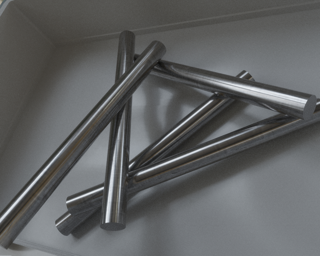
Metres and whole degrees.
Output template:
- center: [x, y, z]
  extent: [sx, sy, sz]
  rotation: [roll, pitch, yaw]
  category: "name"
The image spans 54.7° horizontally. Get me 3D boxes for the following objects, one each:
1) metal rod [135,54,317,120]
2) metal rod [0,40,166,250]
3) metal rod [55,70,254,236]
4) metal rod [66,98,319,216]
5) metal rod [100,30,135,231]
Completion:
- center: [0.044, -0.065, 0.395]
  extent: [0.300, 0.025, 0.025]
  rotation: [25, 75, 44]
  category: "metal rod"
- center: [-0.072, -0.007, 0.348]
  extent: [0.025, 0.025, 0.301]
  rotation: [9, 49, 32]
  category: "metal rod"
- center: [-0.006, 0.032, 0.388]
  extent: [0.300, 0.025, 0.025]
  rotation: [-39, 51, 1]
  category: "metal rod"
- center: [0.034, 0.036, 0.348]
  extent: [0.301, 0.025, 0.025]
  rotation: [-22, 53, 8]
  category: "metal rod"
- center: [-0.049, -0.023, 0.394]
  extent: [0.025, 0.025, 0.300]
  rotation: [-16, 51, 19]
  category: "metal rod"
